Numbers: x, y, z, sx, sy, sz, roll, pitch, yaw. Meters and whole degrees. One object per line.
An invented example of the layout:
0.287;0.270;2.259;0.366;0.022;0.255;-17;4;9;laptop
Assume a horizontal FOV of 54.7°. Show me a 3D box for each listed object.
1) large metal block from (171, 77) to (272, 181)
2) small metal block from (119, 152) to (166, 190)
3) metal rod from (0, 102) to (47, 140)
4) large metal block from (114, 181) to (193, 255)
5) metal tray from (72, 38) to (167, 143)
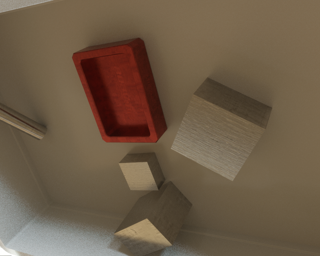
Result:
0.069;0.001;0.356;0.080;0.050;0.079;28;128;10;large metal block
-0.026;0.065;0.461;0.050;0.025;0.050;-6;116;30;small metal block
-0.291;-0.060;0.425;0.025;0.025;0.301;-19;140;35;metal rod
-0.009;0.135;0.460;0.050;0.080;0.080;49;128;-6;large metal block
-0.050;-0.044;0.403;0.090;0.030;0.129;-1;118;28;metal tray
